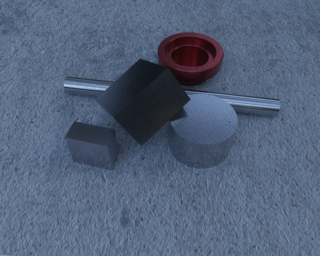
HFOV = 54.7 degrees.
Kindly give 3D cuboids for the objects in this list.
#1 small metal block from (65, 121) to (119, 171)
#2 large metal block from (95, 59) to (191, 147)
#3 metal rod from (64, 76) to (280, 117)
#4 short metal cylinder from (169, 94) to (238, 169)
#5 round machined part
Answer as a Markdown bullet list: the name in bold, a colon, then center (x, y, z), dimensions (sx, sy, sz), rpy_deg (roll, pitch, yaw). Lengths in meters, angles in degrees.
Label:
- **small metal block**: center (-0.079, 0.022, 0.368), dimensions (0.050, 0.050, 0.025), rpy_deg (11, 51, 9)
- **large metal block**: center (-0.024, -0.035, 0.380), dimensions (0.080, 0.050, 0.080), rpy_deg (-44, 32, -7)
- **metal rod**: center (0.013, -0.046, 0.441), dimensions (0.302, 0.025, 0.025), rpy_deg (7, 50, 5)
- **short metal cylinder**: center (0.051, 0.003, 0.385), dimensions (0.081, 0.050, 0.080), rpy_deg (0, 50, 0)
- **round machined part**: center (0.046, -0.103, 0.479), dimensions (0.099, 0.042, 0.098), rpy_deg (0, 50, 0)
